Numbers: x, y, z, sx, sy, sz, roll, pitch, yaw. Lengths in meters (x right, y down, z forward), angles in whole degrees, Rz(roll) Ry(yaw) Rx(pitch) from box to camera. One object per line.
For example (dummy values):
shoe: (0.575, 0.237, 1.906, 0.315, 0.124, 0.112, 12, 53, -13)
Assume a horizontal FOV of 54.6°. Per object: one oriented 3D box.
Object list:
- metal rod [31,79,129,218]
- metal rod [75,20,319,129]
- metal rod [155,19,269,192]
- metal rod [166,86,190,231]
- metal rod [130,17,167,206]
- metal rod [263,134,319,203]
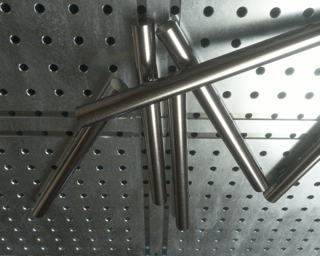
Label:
metal rod: (-0.127, 0.046, 0.449, 0.025, 0.025, 0.298, 26, 126, -20)
metal rod: (0.055, -0.060, 0.330, 0.301, 0.025, 0.025, -19, 128, 4)
metal rod: (0.082, -0.007, 0.405, 0.025, 0.025, 0.300, -25, 126, 19)
metal rod: (0.030, 0.062, 0.463, 0.025, 0.025, 0.298, -3, 130, 3)
metal rod: (-0.010, 0.004, 0.414, 0.025, 0.025, 0.298, -3, 130, 2)
metal rod: (0.236, 0.007, 0.418, 0.025, 0.025, 0.298, 17, 128, -14)
